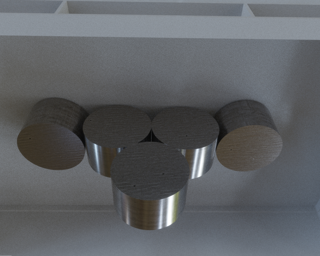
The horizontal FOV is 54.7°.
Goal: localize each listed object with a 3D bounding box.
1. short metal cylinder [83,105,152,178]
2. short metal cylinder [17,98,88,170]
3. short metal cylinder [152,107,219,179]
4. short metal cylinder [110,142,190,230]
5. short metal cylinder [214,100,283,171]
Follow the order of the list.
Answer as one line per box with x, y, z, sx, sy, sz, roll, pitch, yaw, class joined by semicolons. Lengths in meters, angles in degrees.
-0.051;0.015;0.383;0.081;0.080;0.050;1;130;-1;short metal cylinder
-0.132;0.009;0.396;0.081;0.050;0.079;0;130;0;short metal cylinder
0.030;0.017;0.385;0.081;0.080;0.050;1;130;-1;short metal cylinder
-0.011;0.060;0.331;0.081;0.080;0.050;1;130;-1;short metal cylinder
0.110;0.011;0.401;0.081;0.050;0.079;0;130;0;short metal cylinder
